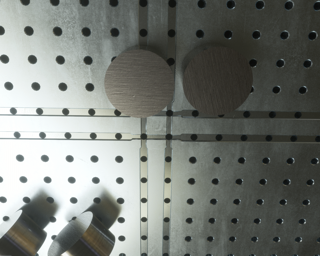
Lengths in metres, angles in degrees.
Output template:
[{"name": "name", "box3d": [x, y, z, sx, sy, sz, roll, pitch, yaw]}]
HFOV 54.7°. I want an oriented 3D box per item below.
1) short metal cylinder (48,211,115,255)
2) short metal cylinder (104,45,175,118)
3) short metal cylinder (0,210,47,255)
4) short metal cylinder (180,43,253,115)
[{"name": "short metal cylinder", "box3d": [-0.112, 0.168, 0.445, 0.080, 0.080, 0.050, -35, 107, 12]}, {"name": "short metal cylinder", "box3d": [-0.023, -0.058, 0.378, 0.081, 0.050, 0.079, 0, 110, 0]}, {"name": "short metal cylinder", "box3d": [-0.211, 0.165, 0.443, 0.080, 0.080, 0.050, -36, 106, 12]}, {"name": "short metal cylinder", "box3d": [0.066, -0.061, 0.378, 0.081, 0.050, 0.079, 0, 110, 0]}]
